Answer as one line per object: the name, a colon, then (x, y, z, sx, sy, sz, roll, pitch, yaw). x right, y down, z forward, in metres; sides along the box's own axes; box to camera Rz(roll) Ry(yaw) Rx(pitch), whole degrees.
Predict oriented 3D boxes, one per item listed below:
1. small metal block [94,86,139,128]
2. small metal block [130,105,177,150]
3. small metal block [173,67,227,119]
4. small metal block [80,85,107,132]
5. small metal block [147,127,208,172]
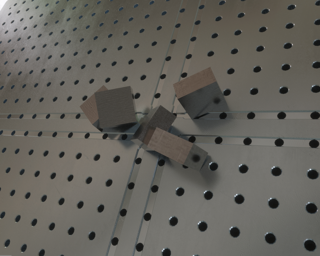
small metal block: (-0.060, -0.028, 0.436, 0.050, 0.025, 0.050, -10, 86, 1)
small metal block: (-0.010, 0.001, 0.396, 0.050, 0.025, 0.050, -56, 11, -12)
small metal block: (0.051, -0.043, 0.392, 0.050, 0.050, 0.025, -24, 53, 14)
small metal block: (-0.087, -0.030, 0.474, 0.050, 0.025, 0.050, -42, 51, -1)
small metal block: (0.021, 0.025, 0.361, 0.050, 0.050, 0.025, 24, 86, 31)
